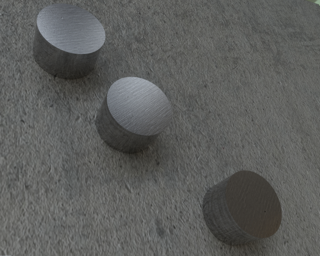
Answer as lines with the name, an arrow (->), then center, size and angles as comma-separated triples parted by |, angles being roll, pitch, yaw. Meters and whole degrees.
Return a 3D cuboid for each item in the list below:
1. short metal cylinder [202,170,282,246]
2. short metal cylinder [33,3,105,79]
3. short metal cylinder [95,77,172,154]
short metal cylinder -> 0.100, 0.099, 0.381 | 0.081, 0.050, 0.080 | 14, 56, -21
short metal cylinder -> -0.115, -0.109, 0.392 | 0.081, 0.050, 0.080 | 14, 56, -21
short metal cylinder -> -0.033, -0.015, 0.379 | 0.081, 0.050, 0.080 | 14, 56, -21
